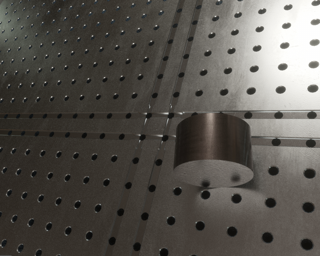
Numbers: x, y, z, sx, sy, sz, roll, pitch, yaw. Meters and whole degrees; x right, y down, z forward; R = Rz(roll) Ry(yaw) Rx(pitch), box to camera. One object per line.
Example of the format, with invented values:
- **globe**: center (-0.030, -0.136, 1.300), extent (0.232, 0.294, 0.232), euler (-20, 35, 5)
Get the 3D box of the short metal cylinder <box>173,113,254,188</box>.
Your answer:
- **short metal cylinder**: center (0.056, 0.026, 0.327), extent (0.080, 0.080, 0.050), euler (-8, 58, 24)
